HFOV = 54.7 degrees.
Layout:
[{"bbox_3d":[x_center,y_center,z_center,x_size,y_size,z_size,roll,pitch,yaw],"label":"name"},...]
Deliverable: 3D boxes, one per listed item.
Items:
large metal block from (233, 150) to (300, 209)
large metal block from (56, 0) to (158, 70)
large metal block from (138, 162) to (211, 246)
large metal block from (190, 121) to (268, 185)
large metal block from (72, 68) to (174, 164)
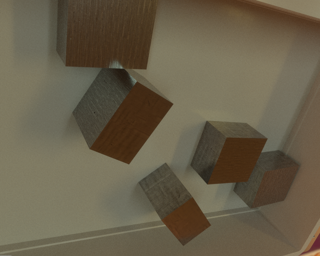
[{"bbox_3d":[0.189,0.090,0.555,0.081,0.050,0.079,-4,121,-27],"label":"large metal block"},{"bbox_3d":[-0.053,-0.104,0.300,0.081,0.050,0.079,-3,120,-27],"label":"large metal block"},{"bbox_3d":[0.021,0.111,0.455,0.050,0.080,0.080,-35,129,-5],"label":"large metal block"},{"bbox_3d":[0.104,0.037,0.475,0.081,0.050,0.079,2,117,-30],"label":"large metal block"},{"bbox_3d":[-0.044,-0.021,0.337,0.050,0.080,0.080,29,103,-38],"label":"large metal block"}]
